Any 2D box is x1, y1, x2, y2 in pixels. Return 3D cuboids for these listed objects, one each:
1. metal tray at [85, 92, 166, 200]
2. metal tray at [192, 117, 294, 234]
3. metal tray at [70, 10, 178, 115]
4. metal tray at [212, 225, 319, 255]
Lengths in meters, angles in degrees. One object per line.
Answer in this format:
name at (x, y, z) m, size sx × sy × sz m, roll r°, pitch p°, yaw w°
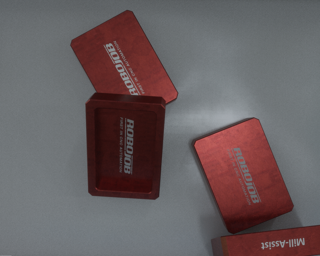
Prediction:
metal tray at (-0.042, 0.025, 0.385) m, size 0.091 × 0.030 × 0.129 m, roll 4°, pitch 112°, yaw 0°
metal tray at (0.107, 0.061, 0.410) m, size 0.090 × 0.030 × 0.129 m, roll -22°, pitch 90°, yaw 0°
metal tray at (-0.045, -0.075, 0.408) m, size 0.090 × 0.030 × 0.130 m, roll -29°, pitch 90°, yaw 0°
metal tray at (0.134, 0.142, 0.376) m, size 0.131 × 0.090 × 0.030 m, roll -6°, pitch 68°, yaw -2°
